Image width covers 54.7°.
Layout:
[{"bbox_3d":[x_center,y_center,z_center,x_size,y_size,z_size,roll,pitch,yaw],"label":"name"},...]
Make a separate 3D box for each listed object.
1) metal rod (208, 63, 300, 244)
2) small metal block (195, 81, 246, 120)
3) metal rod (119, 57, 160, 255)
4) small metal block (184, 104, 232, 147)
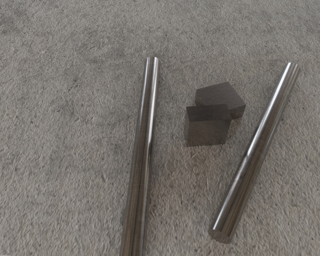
[{"bbox_3d":[0.133,0.009,0.397,0.025,0.025,0.301,23,53,18],"label":"metal rod"},{"bbox_3d":[0.083,-0.035,0.433,0.050,0.025,0.050,-16,52,-13],"label":"small metal block"},{"bbox_3d":[-0.019,0.012,0.392,0.025,0.025,0.300,3,50,2],"label":"metal rod"},{"bbox_3d":[0.058,-0.002,0.390,0.050,0.050,0.025,-4,50,-4],"label":"small metal block"}]
